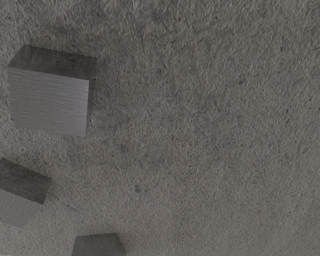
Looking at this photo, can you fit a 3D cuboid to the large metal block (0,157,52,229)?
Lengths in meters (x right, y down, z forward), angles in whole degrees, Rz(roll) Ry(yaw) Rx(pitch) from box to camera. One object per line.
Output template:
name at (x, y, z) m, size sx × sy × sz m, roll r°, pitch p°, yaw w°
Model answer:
large metal block at (-0.227, 0.102, 0.475) m, size 0.080 × 0.050 × 0.080 m, roll 30°, pitch 124°, yaw -23°

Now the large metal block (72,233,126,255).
large metal block at (-0.117, 0.252, 0.604) m, size 0.080 × 0.050 × 0.080 m, roll -8°, pitch 130°, yaw 6°

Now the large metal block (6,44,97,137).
large metal block at (-0.120, -0.041, 0.355) m, size 0.081 × 0.050 × 0.079 m, roll 9°, pitch 130°, yaw -8°
